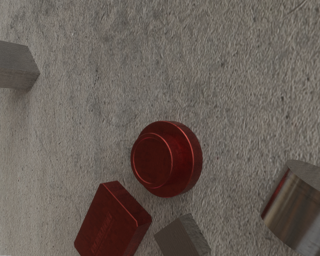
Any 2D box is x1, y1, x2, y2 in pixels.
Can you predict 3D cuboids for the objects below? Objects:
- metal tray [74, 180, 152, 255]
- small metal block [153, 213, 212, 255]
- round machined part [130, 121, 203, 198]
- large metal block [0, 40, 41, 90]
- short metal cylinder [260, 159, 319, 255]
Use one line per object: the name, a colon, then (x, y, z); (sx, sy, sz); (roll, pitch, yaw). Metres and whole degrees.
metal tray: (-0.074, 0.156, 0.460); (0.090, 0.030, 0.129); (39, 113, 32)
small metal block: (0.027, 0.141, 0.381); (0.050, 0.025, 0.050); (-45, 63, 30)
round machined part: (0.001, 0.039, 0.391); (0.098, 0.042, 0.097); (0, 90, 39)
large metal block: (-0.297, -0.124, 0.610); (0.050, 0.081, 0.080); (-46, 63, 30)
short metal cylinder: (0.133, 0.068, 0.259); (0.080, 0.081, 0.050); (33, 111, 34)
